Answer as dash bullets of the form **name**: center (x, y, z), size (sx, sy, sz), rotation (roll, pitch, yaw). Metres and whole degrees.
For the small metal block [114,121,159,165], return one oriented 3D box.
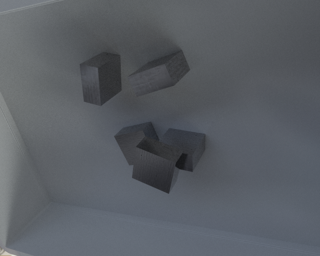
- **small metal block**: center (-0.028, 0.023, 0.436), size (0.050, 0.025, 0.050), rotation (-12, 113, 33)

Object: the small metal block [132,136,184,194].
- **small metal block**: center (-0.003, 0.044, 0.372), size (0.050, 0.025, 0.050), rotation (21, 126, 15)

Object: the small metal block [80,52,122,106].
- **small metal block**: center (-0.073, -0.063, 0.390), size (0.025, 0.050, 0.050), rotation (15, 125, 19)

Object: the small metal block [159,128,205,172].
- **small metal block**: center (0.026, 0.026, 0.394), size (0.050, 0.050, 0.025), rotation (10, 123, 23)

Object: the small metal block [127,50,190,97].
- **small metal block**: center (0.000, -0.062, 0.353), size (0.050, 0.050, 0.025), rotation (-13, 112, 33)
